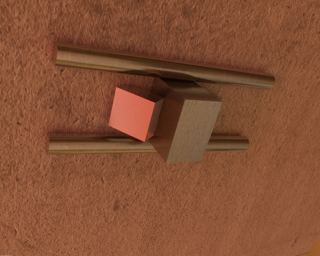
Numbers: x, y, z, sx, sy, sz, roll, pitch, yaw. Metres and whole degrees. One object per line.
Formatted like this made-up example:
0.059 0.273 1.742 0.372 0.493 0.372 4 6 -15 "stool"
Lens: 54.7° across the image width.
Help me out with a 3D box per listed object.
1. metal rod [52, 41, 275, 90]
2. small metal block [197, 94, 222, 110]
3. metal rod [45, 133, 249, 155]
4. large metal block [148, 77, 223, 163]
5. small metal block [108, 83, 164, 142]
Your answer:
0.027 -0.071 0.381 0.303 0.025 0.025 1 118 -29 "metal rod"
0.062 -0.016 0.416 0.025 0.050 0.050 19 114 9 "small metal block"
0.004 0.021 0.425 0.303 0.025 0.025 2 118 -30 "metal rod"
0.021 -0.014 0.380 0.050 0.080 0.079 1 118 -29 "large metal block"
-0.028 -0.019 0.365 0.025 0.050 0.050 -36 146 -60 "small metal block"
